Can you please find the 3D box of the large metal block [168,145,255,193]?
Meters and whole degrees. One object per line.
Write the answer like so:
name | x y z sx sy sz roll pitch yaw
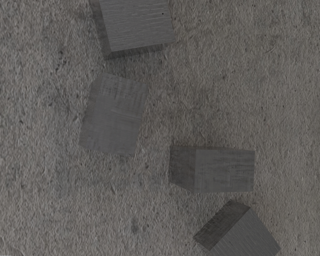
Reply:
large metal block | 0.064 0.051 0.403 0.081 0.080 0.050 3 89 -20

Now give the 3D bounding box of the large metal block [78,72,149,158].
large metal block | -0.057 -0.013 0.359 0.050 0.080 0.080 14 86 -20

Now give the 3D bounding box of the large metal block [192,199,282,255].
large metal block | 0.108 0.162 0.436 0.080 0.050 0.080 -41 103 -15

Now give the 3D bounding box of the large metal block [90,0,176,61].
large metal block | -0.035 -0.134 0.382 0.081 0.050 0.080 -15 95 -19
